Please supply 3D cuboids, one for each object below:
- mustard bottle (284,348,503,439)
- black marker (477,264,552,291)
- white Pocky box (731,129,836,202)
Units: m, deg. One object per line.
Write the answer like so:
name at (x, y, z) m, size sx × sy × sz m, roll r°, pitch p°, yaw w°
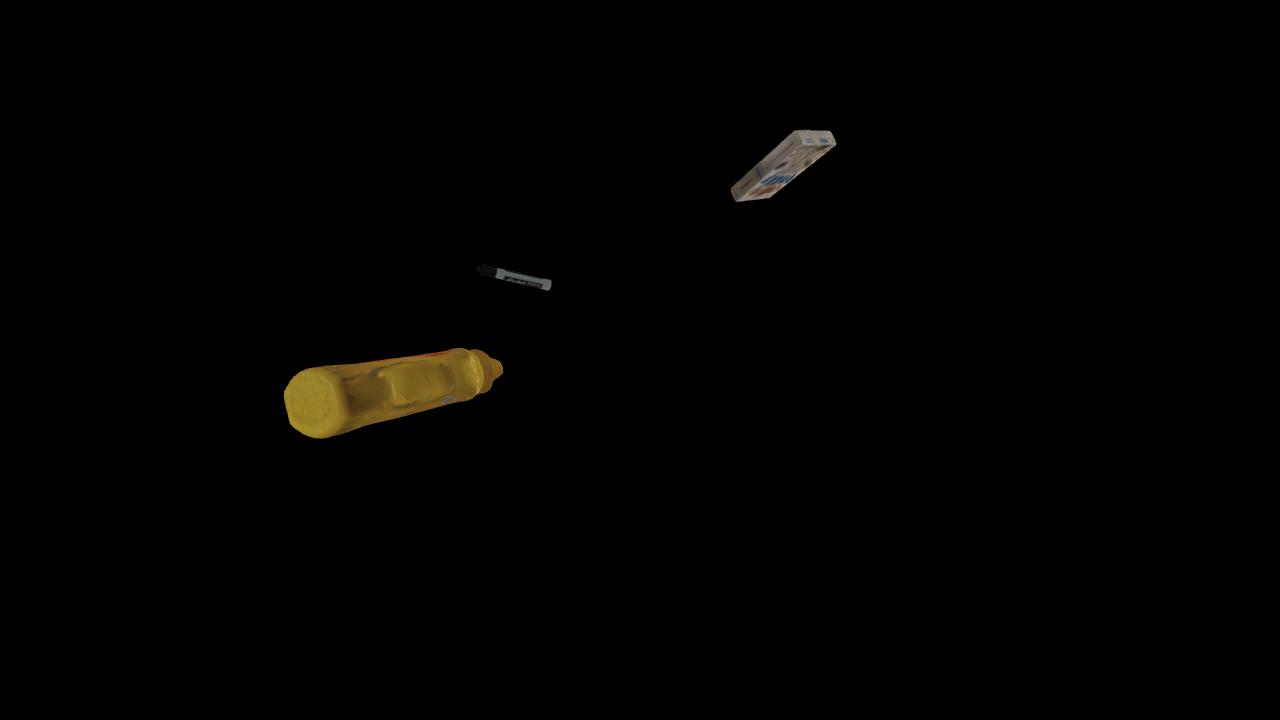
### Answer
mustard bottle at (-0.191, 0.021, 0.527) m, size 0.092 × 0.054 × 0.184 m, roll -17°, pitch -2°, yaw 36°
black marker at (-0.202, -0.133, 0.991) m, size 0.121 × 0.020 × 0.020 m, roll 11°, pitch -5°, yaw -29°
white Pocky box at (0.217, -0.297, 0.947) m, size 0.084 × 0.028 × 0.154 m, roll -15°, pitch -10°, yaw -35°
